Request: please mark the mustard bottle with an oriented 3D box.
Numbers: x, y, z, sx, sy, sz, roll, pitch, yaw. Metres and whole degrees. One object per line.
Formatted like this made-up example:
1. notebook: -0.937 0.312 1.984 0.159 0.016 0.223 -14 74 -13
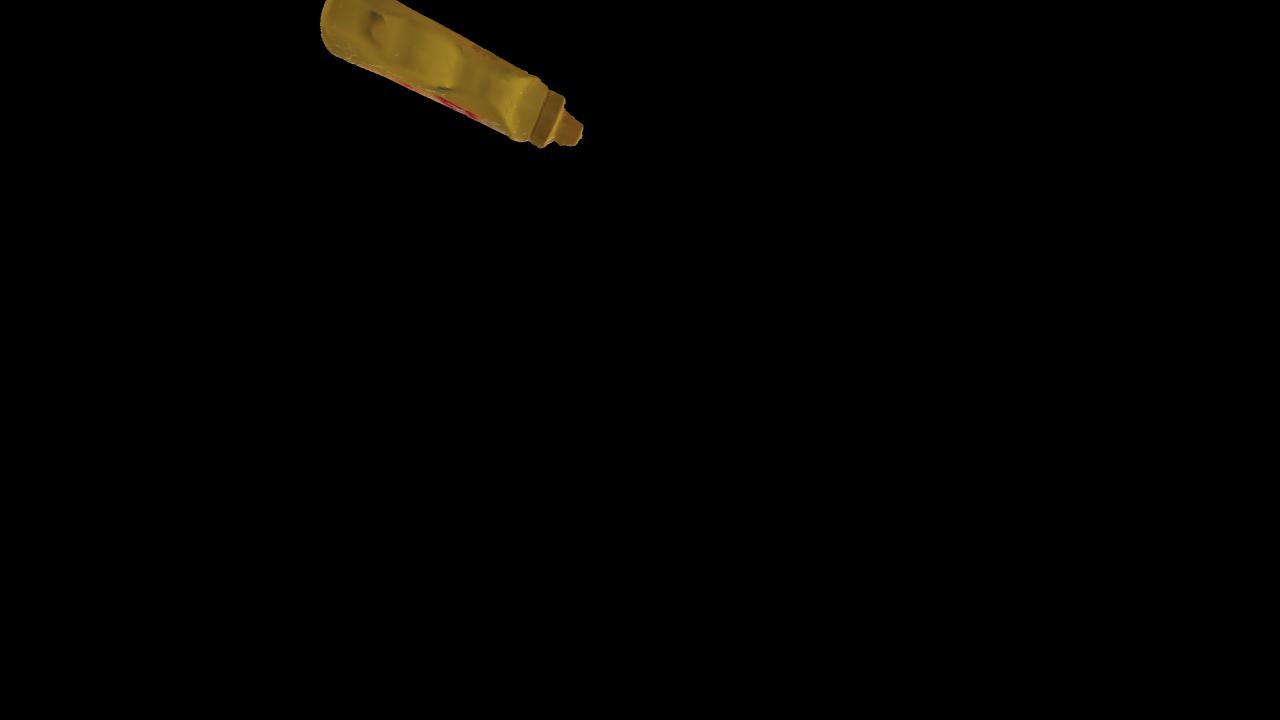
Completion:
1. mustard bottle: -0.127 -0.207 0.453 0.184 0.054 0.092 21 7 -19
